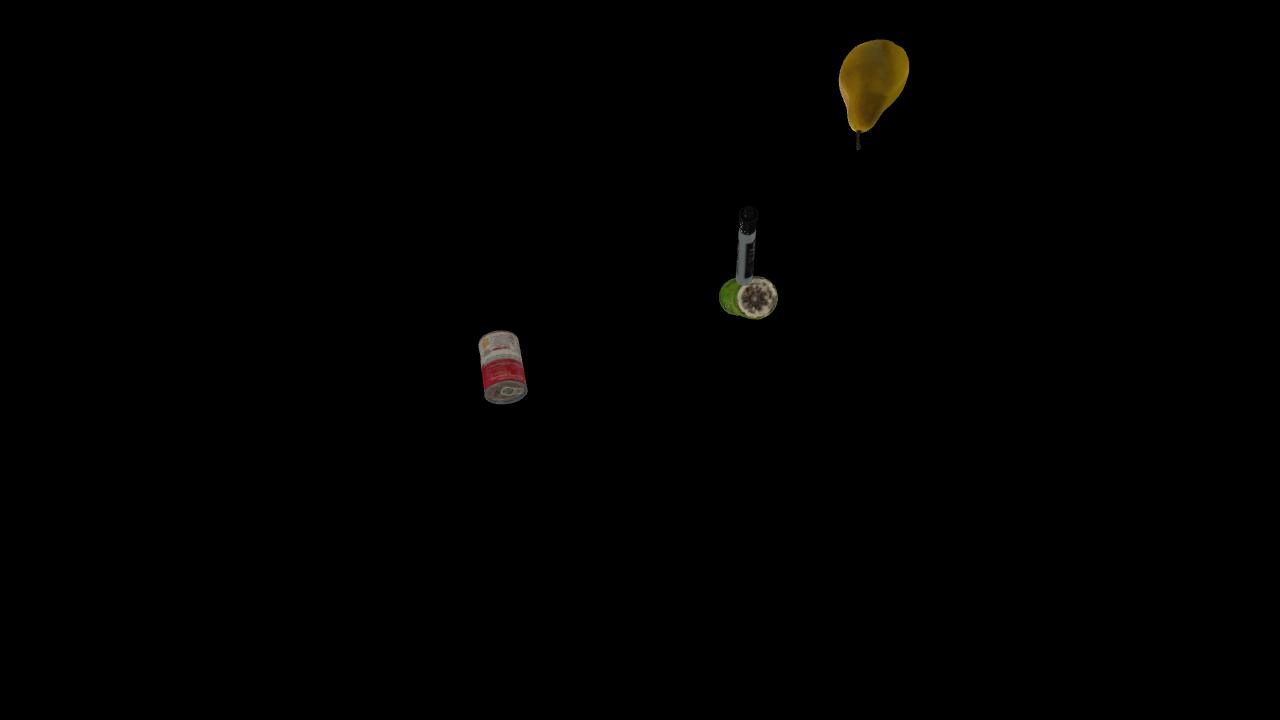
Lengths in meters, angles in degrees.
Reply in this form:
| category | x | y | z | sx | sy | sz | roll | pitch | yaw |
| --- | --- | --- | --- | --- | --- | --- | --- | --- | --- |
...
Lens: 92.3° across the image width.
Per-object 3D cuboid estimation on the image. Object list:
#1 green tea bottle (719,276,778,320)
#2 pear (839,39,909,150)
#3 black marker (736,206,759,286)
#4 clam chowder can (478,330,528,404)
| category | x | y | z | sx | sy | sz | roll | pitch | yaw |
| --- | --- | --- | --- | --- | --- | --- | --- | --- | --- |
| green tea bottle | 0.179 | -0.108 | 1.065 | 0.073 | 0.073 | 0.212 | 0 | 5 | -2 |
| pear | 0.254 | -0.297 | 0.690 | 0.080 | 0.111 | 0.080 | 20 | -6 | 2 |
| black marker | 0.108 | -0.114 | 0.625 | 0.020 | 0.020 | 0.121 | 0 | -24 | 7 |
| clam chowder can | -0.222 | 0.011 | 0.991 | 0.068 | 0.102 | 0.068 | -12 | -32 | -7 |
